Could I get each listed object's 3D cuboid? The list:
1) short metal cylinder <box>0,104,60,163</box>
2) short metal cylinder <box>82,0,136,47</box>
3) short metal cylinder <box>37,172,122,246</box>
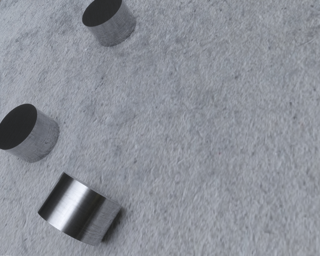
[{"bbox_3d":[-0.208,0.008,0.489,0.080,0.050,0.080,-13,56,20],"label":"short metal cylinder"},{"bbox_3d":[-0.090,-0.192,0.551,0.080,0.050,0.080,-13,56,20],"label":"short metal cylinder"},{"bbox_3d":[-0.091,0.092,0.358,0.080,0.080,0.050,21,73,35],"label":"short metal cylinder"}]
